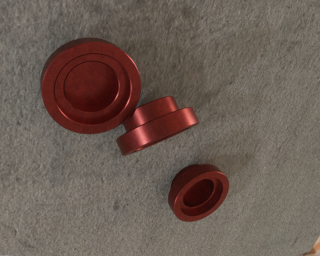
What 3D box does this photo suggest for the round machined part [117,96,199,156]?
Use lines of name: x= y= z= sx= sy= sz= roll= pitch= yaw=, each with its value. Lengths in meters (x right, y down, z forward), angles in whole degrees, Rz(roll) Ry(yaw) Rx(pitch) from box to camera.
round machined part: x=-0.007 y=-0.005 z=0.368 sx=0.099 sy=0.098 sz=0.042 roll=-22 pitch=85 yaw=-15

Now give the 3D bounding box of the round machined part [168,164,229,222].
round machined part: x=0.056 y=0.097 z=0.489 sx=0.099 sy=0.042 sz=0.097 roll=-14 pitch=125 yaw=-21

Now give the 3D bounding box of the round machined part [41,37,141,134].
round machined part: x=-0.073 y=-0.046 z=0.325 sx=0.099 sy=0.042 sz=0.097 roll=-11 pitch=120 yaw=-19
